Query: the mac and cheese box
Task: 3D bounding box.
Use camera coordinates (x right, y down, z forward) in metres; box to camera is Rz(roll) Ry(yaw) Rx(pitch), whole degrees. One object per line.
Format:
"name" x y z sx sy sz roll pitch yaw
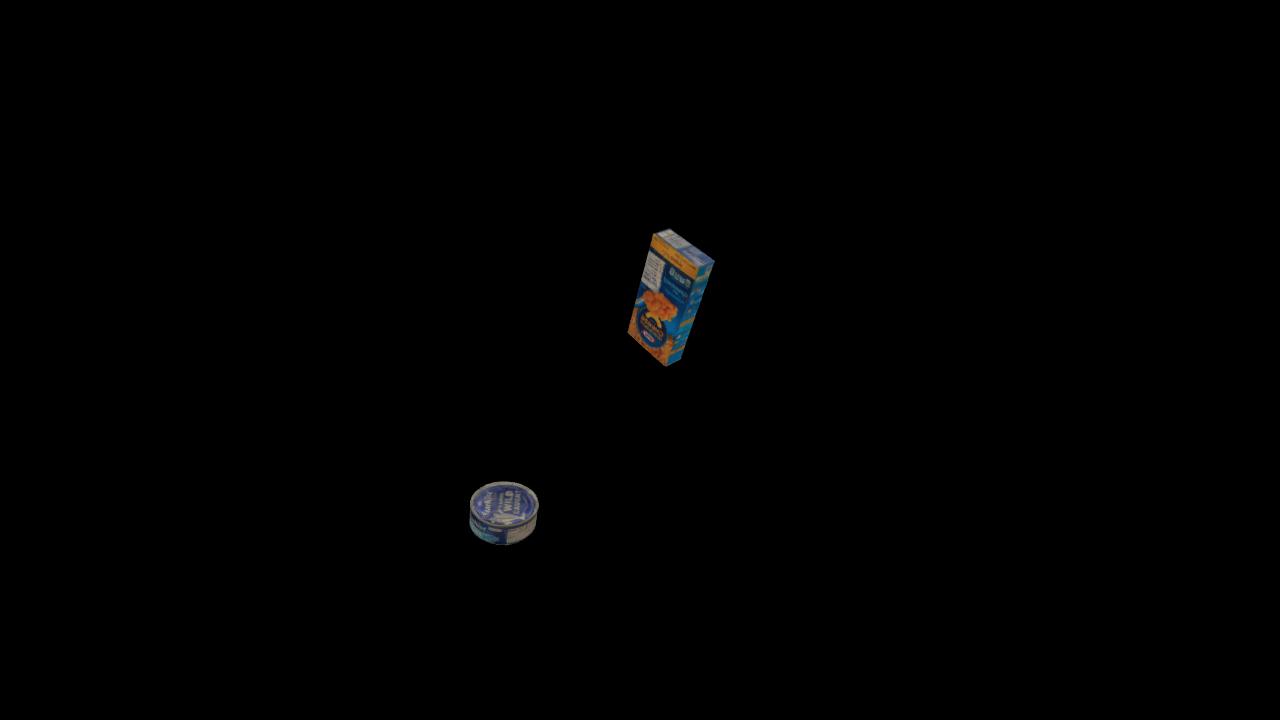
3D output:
"mac and cheese box" 0.040 -0.088 0.894 0.041 0.184 0.093 -26 56 -38

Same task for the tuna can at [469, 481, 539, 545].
"tuna can" -0.170 0.190 0.768 0.084 0.034 0.084 9 25 -4
